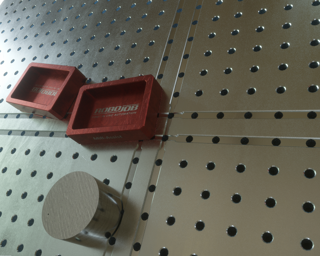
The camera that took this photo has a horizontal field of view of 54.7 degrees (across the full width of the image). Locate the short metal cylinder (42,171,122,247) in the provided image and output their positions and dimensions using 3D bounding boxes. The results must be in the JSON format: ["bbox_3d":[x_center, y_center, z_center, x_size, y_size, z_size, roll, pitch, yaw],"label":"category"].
[{"bbox_3d":[-0.095,0.099,0.379,0.080,0.050,0.080,-13,56,20],"label":"short metal cylinder"}]

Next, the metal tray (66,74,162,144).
[{"bbox_3d":[-0.067,-0.026,0.454,0.130,0.030,0.090,-5,59,25],"label":"metal tray"}]

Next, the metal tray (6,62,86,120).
[{"bbox_3d":[-0.204,-0.069,0.551,0.130,0.030,0.090,12,68,32],"label":"metal tray"}]
